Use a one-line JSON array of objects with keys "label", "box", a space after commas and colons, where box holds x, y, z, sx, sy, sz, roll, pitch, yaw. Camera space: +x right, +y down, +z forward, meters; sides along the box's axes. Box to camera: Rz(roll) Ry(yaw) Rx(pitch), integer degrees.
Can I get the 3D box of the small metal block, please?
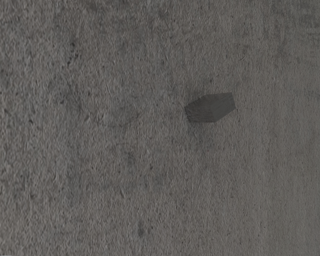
[{"label": "small metal block", "box": [0.072, -0.029, 0.448, 0.050, 0.050, 0.025, -31, 109, -36]}]
